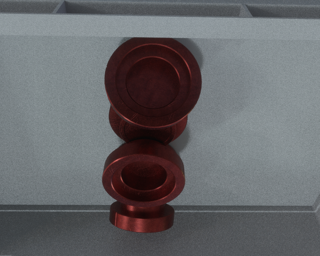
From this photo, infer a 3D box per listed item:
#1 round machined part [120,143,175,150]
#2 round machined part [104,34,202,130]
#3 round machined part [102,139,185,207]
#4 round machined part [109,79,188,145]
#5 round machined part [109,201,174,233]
[{"bbox_3d":[-0.021,0.064,0.450,0.099,0.042,0.097,-1,130,0],"label":"round machined part"},{"bbox_3d":[-0.008,-0.046,0.332,0.099,0.097,0.042,5,172,-5],"label":"round machined part"},{"bbox_3d":[-0.019,0.052,0.383,0.099,0.042,0.097,-1,130,0],"label":"round machined part"},{"bbox_3d":[-0.015,-0.010,0.387,0.099,0.042,0.097,-1,130,0],"label":"round machined part"},{"bbox_3d":[-0.027,0.122,0.476,0.099,0.098,0.042,5,93,-5],"label":"round machined part"}]
